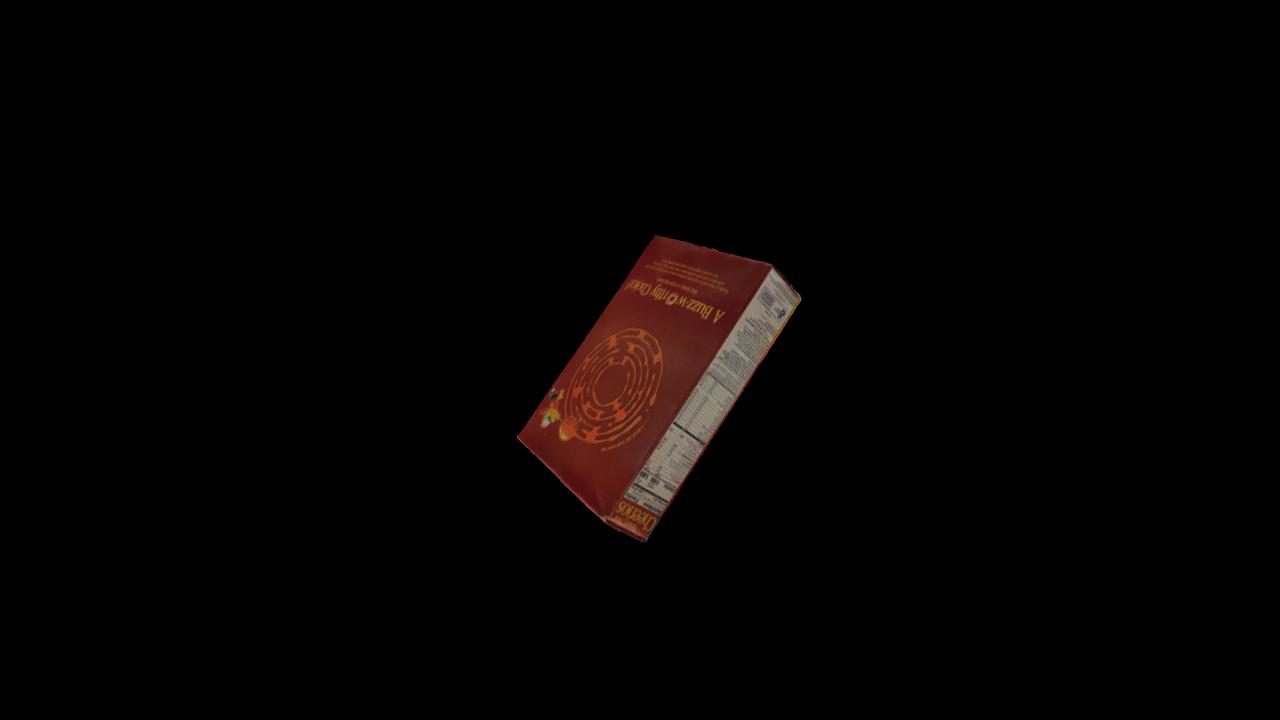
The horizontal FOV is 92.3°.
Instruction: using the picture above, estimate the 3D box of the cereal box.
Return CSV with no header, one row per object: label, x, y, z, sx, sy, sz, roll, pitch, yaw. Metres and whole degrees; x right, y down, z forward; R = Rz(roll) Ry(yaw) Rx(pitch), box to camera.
cereal box,0.012,0.016,0.688,0.081,0.306,0.203,37,-7,-40
